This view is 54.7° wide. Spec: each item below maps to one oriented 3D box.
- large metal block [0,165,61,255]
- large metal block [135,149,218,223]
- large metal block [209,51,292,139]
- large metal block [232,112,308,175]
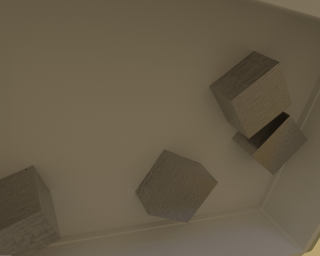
[{"bbox_3d":[-0.165,0.099,0.344,0.080,0.080,0.050,-25,128,-13],"label":"large metal block"},{"bbox_3d":[0.024,0.088,0.460,0.080,0.050,0.080,24,105,-37],"label":"large metal block"},{"bbox_3d":[0.128,-0.046,0.434,0.080,0.050,0.080,-39,129,-2],"label":"large metal block"},{"bbox_3d":[0.178,0.018,0.501,0.080,0.050,0.080,-48,129,5],"label":"large metal block"}]
